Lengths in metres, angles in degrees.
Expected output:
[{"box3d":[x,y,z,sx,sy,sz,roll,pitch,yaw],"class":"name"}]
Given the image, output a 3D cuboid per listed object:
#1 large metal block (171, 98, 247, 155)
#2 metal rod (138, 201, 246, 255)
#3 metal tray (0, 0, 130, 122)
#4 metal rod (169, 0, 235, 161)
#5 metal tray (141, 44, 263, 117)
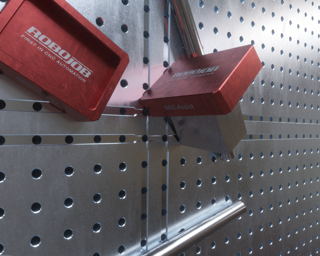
[{"box3d":[0.062,-0.016,0.421,0.050,0.080,0.080,-42,124,-32],"class":"large metal block"},{"box3d":[0.023,0.163,0.430,0.302,0.025,0.025,-14,99,-39],"class":"metal rod"},{"box3d":[-0.103,-0.075,0.320,0.130,0.030,0.090,37,67,-34],"class":"metal tray"},{"box3d":[0.060,-0.087,0.461,0.025,0.025,0.298,-33,111,-35],"class":"metal rod"},{"box3d":[0.047,-0.055,0.382,0.090,0.130,0.030,-50,120,-28],"class":"metal tray"}]
